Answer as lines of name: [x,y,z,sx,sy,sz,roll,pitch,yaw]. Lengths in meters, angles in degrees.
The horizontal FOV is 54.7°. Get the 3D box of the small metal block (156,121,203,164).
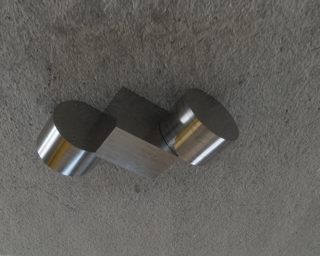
small metal block: [0.027,0.016,0.423,0.050,0.025,0.050,28,125,-22]

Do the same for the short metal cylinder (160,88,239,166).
short metal cylinder: [0.047,-0.001,0.372,0.080,0.080,0.050,28,125,-22]

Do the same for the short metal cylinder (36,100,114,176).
short metal cylinder: [-0.103,0.012,0.382,0.080,0.080,0.050,28,125,-22]

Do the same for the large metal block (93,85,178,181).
large metal block: [-0.027,0.006,0.378,0.080,0.080,0.050,28,124,-22]

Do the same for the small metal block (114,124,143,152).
small metal block: [-0.052,0.021,0.427,0.050,0.025,0.050,28,125,-22]
